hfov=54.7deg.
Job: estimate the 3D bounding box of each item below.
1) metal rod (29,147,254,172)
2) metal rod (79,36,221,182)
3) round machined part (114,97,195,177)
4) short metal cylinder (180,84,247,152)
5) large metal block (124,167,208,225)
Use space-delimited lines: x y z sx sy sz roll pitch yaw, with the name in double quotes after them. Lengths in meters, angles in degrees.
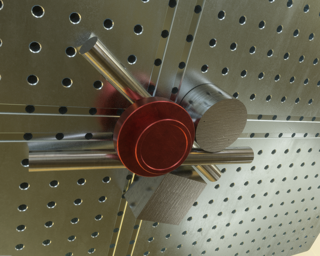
-0.009 0.039 0.408 0.303 0.025 0.025 1 118 -21 "metal rod"
0.008 -0.004 0.415 0.025 0.025 0.300 -44 130 2 "metal rod"
-0.002 0.015 0.366 0.099 0.042 0.097 -8 113 -20 "round machined part"
0.071 -0.014 0.426 0.081 0.050 0.079 -14 125 -21 "short metal cylinder"
0.008 0.091 0.454 0.080 0.050 0.080 22 107 -37 "large metal block"
